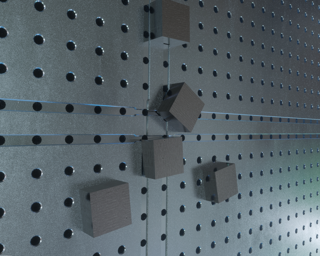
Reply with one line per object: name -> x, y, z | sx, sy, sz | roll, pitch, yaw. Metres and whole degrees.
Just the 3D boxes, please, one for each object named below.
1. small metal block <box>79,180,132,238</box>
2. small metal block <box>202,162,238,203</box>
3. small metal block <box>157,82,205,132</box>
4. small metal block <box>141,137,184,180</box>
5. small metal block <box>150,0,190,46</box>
small metal block -> -0.062, 0.092, 0.359 | 0.050, 0.025, 0.050 | -8, 95, -40
small metal block -> 0.097, 0.086, 0.493 | 0.050, 0.025, 0.050 | -13, 99, -39
small metal block -> 0.031, -0.028, 0.437 | 0.050, 0.025, 0.050 | 42, 64, -32
small metal block -> 0.004, 0.038, 0.415 | 0.050, 0.025, 0.050 | -5, 94, -40
small metal block -> 0.014, -0.143, 0.423 | 0.050, 0.025, 0.050 | -1, 91, -40
